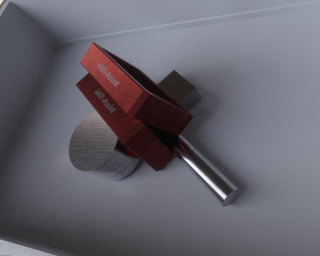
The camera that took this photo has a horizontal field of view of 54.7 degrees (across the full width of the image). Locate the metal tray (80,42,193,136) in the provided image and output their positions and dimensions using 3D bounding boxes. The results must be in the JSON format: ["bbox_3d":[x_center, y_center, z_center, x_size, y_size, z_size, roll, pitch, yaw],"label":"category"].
[{"bbox_3d":[-0.030,-0.048,0.373,0.030,0.090,0.130,-54,50,12],"label":"metal tray"}]

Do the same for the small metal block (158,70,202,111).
[{"bbox_3d":[0.019,-0.043,0.419,0.050,0.025,0.050,-42,51,-1],"label":"small metal block"}]

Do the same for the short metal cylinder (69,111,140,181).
[{"bbox_3d":[-0.070,0.023,0.401,0.080,0.050,0.080,-14,61,28],"label":"short metal cylinder"}]

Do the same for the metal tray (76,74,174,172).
[{"bbox_3d":[-0.045,-0.011,0.391,0.030,0.090,0.130,-43,51,-1],"label":"metal tray"}]

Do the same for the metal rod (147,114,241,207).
[{"bbox_3d":[-0.008,-0.011,0.415,0.025,0.025,0.300,-43,51,-2],"label":"metal rod"}]
